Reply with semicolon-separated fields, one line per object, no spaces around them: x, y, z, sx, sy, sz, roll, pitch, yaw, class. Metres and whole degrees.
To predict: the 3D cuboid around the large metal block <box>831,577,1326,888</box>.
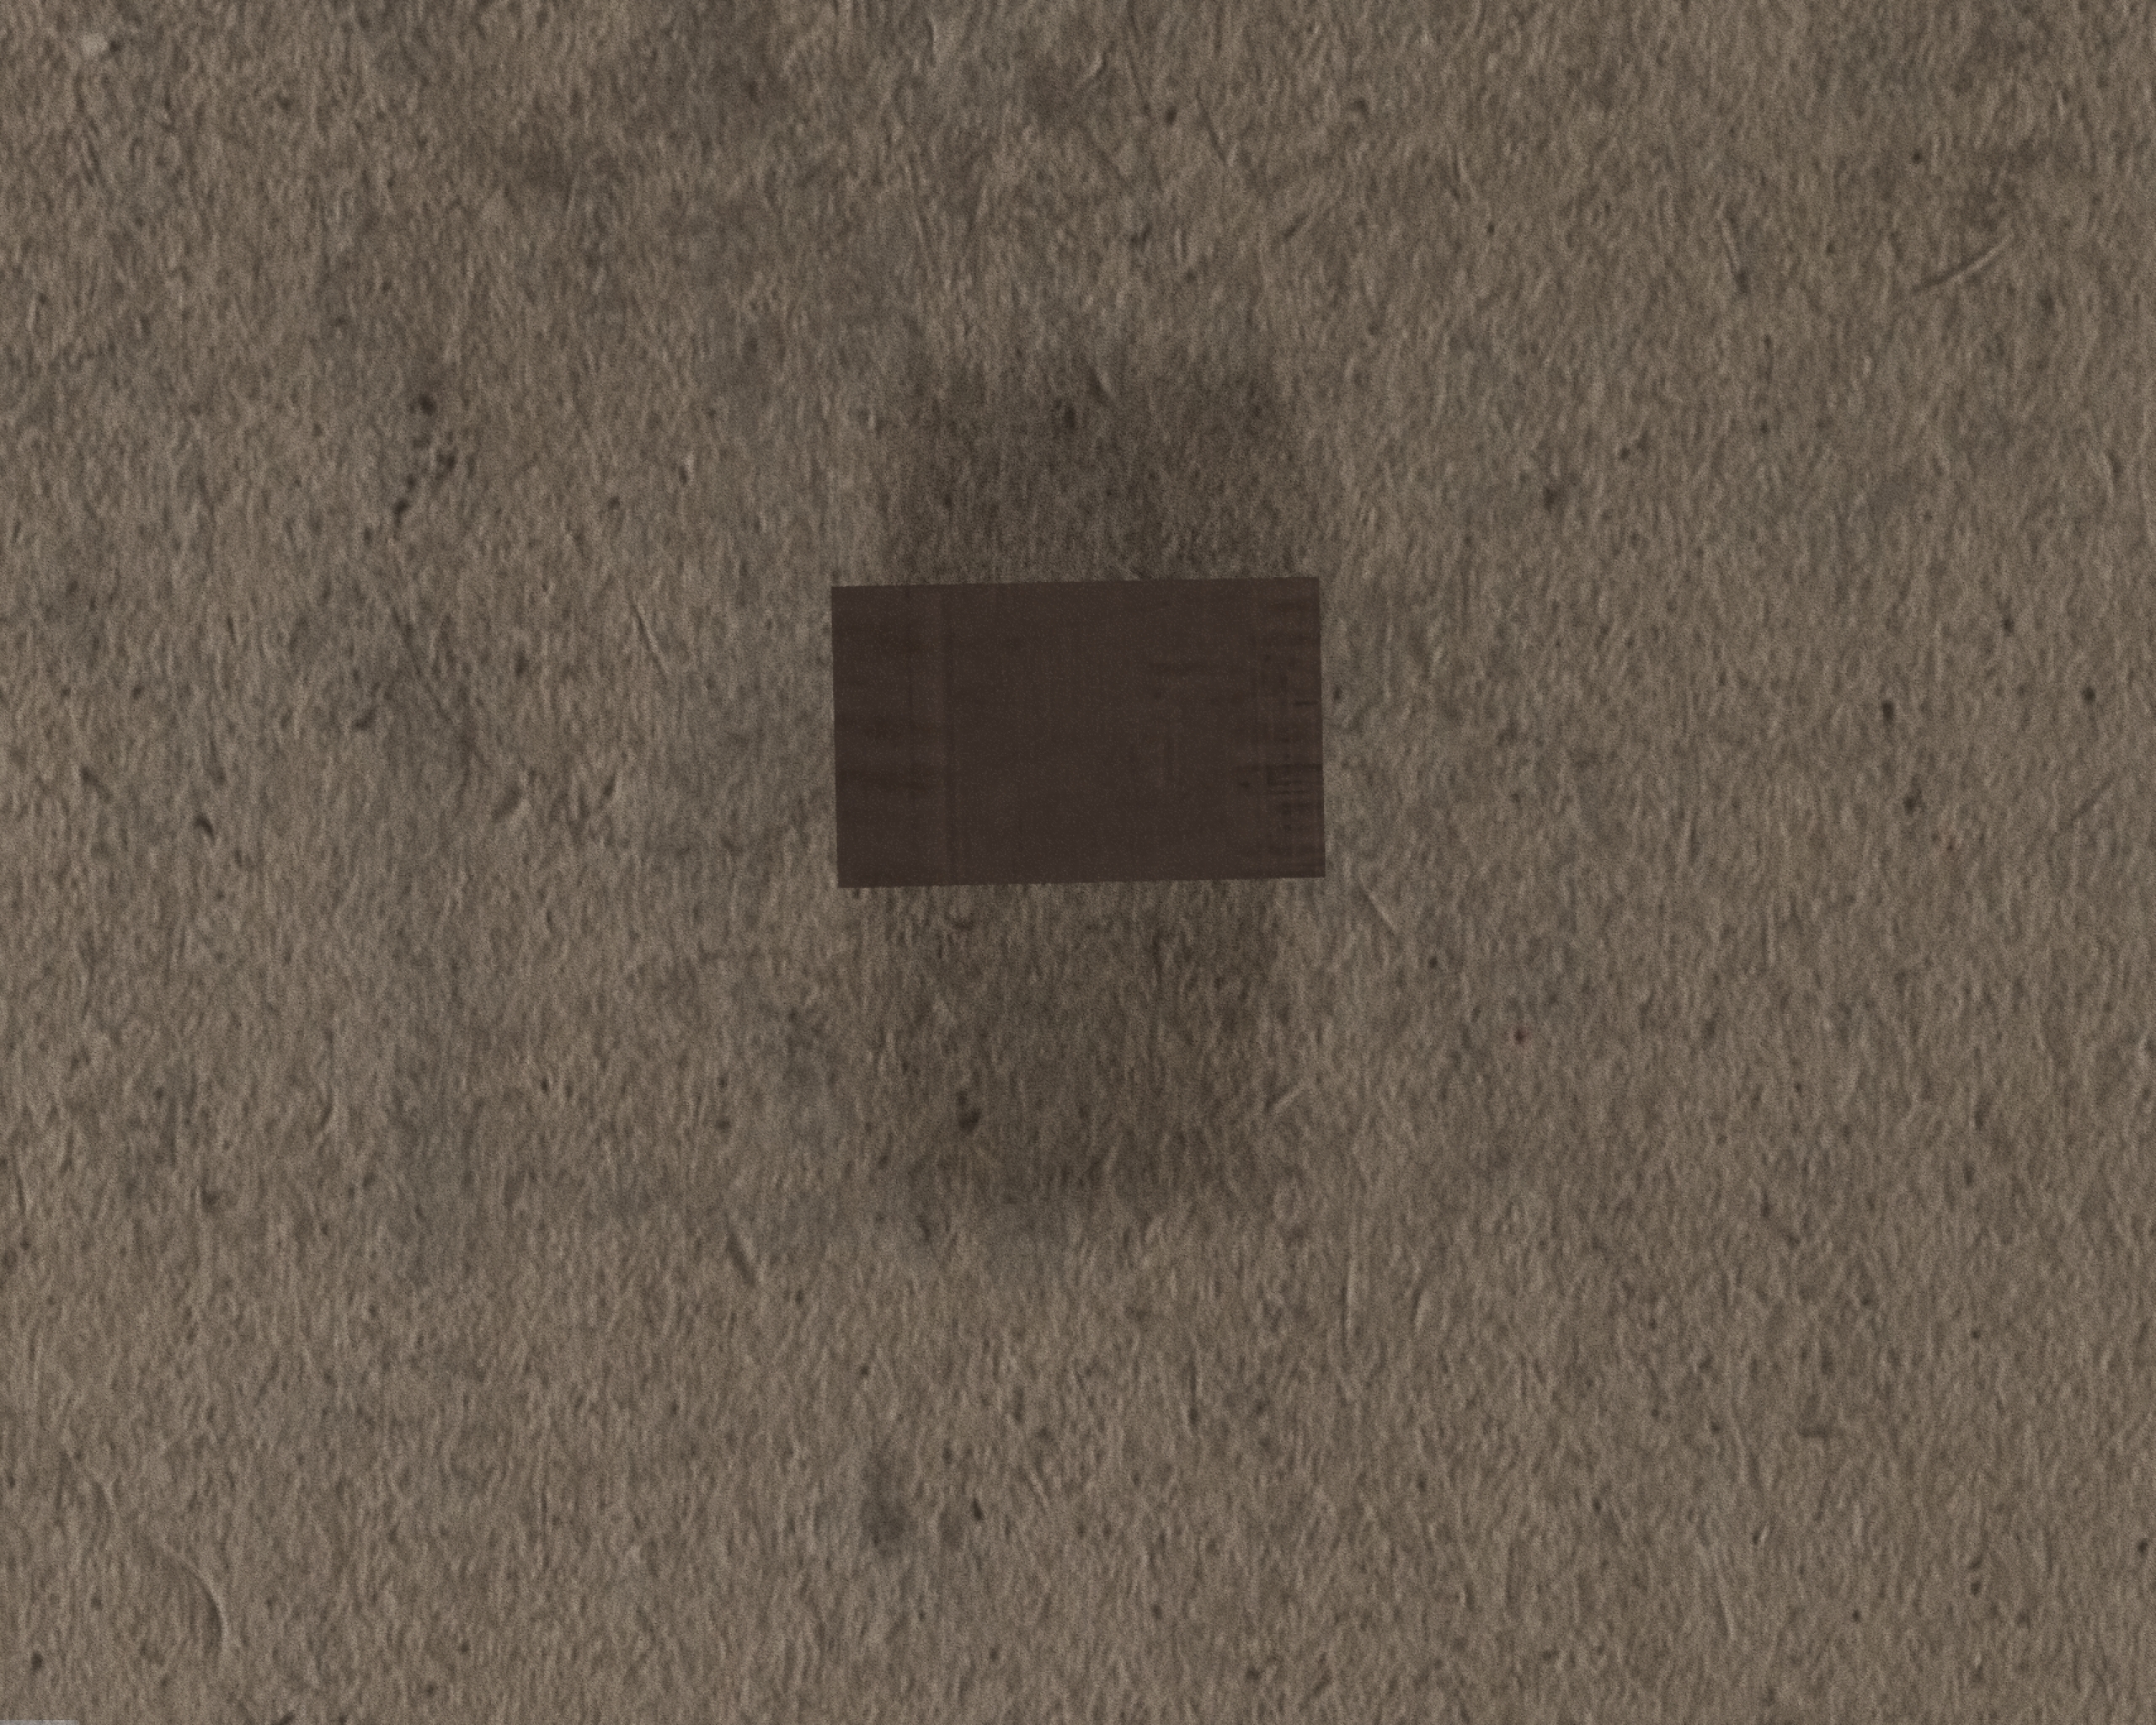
0.000;-0.022;0.384;0.081;0.080;0.050;-1;90;-1;large metal block
